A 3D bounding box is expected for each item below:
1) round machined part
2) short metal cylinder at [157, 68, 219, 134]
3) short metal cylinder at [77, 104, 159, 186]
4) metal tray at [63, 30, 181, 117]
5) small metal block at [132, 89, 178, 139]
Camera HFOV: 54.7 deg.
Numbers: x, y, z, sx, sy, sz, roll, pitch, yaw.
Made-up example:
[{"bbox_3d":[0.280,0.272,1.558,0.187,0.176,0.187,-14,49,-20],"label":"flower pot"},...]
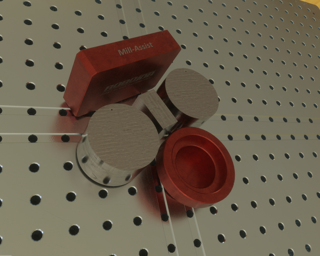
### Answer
[{"bbox_3d":[0.040,0.051,0.382,0.099,0.042,0.098,14,56,-21],"label":"round machined part"},{"bbox_3d":[0.033,-0.035,0.426,0.081,0.050,0.080,14,56,-21],"label":"short metal cylinder"},{"bbox_3d":[-0.048,0.019,0.350,0.081,0.050,0.080,14,56,-21],"label":"short metal cylinder"},{"bbox_3d":[-0.045,-0.067,0.377,0.131,0.090,0.030,-26,77,-36],"label":"metal tray"},{"bbox_3d":[-0.012,-0.012,0.387,0.025,0.050,0.050,-28,78,-37],"label":"small metal block"}]
